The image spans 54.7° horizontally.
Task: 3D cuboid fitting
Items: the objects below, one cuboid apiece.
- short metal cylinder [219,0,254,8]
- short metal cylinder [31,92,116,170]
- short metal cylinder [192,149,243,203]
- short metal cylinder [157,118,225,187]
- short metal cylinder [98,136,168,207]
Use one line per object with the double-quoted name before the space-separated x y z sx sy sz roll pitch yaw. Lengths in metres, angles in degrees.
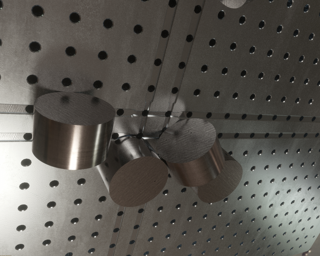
"short metal cylinder" 0.087 -0.172 0.318 0.050 0.080 0.080 -29 129 -11
"short metal cylinder" -0.091 0.000 0.327 0.081 0.080 0.050 -1 119 -29
"short metal cylinder" 0.081 0.070 0.485 0.081 0.050 0.079 -14 125 -21
"short metal cylinder" 0.043 0.032 0.421 0.080 0.080 0.050 -32 129 -8
"short metal cylinder" -0.036 0.058 0.412 0.081 0.050 0.079 -14 125 -21
